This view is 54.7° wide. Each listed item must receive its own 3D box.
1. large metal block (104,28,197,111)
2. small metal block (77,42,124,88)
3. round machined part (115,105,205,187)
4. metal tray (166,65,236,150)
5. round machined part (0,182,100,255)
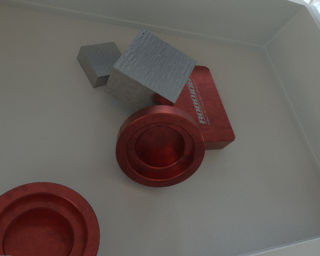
[{"bbox_3d":[-0.011,-0.065,0.389,0.080,0.050,0.080,31,55,-4],"label":"large metal block"},{"bbox_3d":[-0.076,-0.086,0.418,0.050,0.025,0.050,-20,73,-36],"label":"small metal block"},{"bbox_3d":[-0.001,0.017,0.358,0.099,0.097,0.042,22,25,-16],"label":"round machined part"},{"bbox_3d":[0.046,-0.032,0.449,0.091,0.030,0.130,-1,62,-29],"label":"metal tray"},{"bbox_3d":[-0.107,0.101,0.272,0.099,0.042,0.098,14,50,-18],"label":"round machined part"}]
